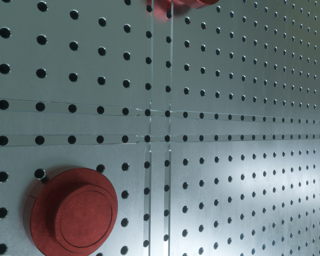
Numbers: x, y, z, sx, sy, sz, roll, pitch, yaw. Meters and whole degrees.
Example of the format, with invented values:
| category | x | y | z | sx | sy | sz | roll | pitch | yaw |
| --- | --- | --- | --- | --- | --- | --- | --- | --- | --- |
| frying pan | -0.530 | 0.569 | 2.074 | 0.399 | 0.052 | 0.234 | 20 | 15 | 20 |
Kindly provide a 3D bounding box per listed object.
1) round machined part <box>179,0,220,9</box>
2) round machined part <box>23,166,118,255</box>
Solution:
| category | x | y | z | sx | sy | sz | roll | pitch | yaw |
| --- | --- | --- | --- | --- | --- | --- | --- | --- | --- |
| round machined part | 0.045 | -0.217 | 0.434 | 0.099 | 0.042 | 0.097 | 0 | 90 | -40 |
| round machined part | -0.086 | 0.091 | 0.326 | 0.099 | 0.042 | 0.097 | 0 | 90 | -40 |
